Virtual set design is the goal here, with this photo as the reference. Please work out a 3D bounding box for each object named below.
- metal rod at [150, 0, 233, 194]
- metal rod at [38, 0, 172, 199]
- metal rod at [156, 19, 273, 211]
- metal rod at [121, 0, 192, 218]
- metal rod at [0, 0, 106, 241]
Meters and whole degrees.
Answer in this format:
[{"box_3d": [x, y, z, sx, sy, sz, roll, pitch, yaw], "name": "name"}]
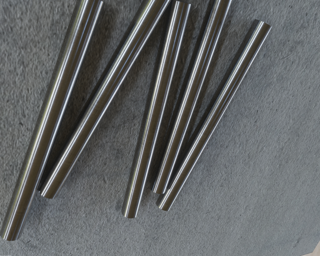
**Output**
[{"box_3d": [0.037, -0.041, 0.401, 0.025, 0.025, 0.298, 3, 117, -30], "name": "metal rod"}, {"box_3d": [-0.059, -0.044, 0.346, 0.025, 0.025, 0.299, 23, 106, -37], "name": "metal rod"}, {"box_3d": [0.069, -0.006, 0.440, 0.025, 0.025, 0.298, 14, 111, -34], "name": "metal rod"}, {"box_3d": [-0.011, -0.006, 0.396, 0.025, 0.025, 0.298, 0, 119, -29], "name": "metal rod"}, {"box_3d": [-0.125, 0.003, 0.340, 0.025, 0.025, 0.298, 13, 112, -34], "name": "metal rod"}]
